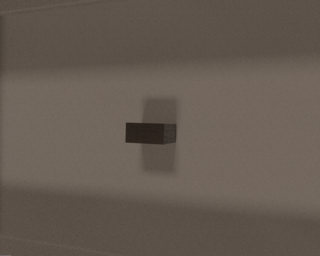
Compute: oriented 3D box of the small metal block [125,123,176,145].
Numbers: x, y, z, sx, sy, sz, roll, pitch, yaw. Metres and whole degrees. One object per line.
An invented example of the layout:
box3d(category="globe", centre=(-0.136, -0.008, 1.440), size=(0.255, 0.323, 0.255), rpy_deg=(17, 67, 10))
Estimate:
box3d(category="small metal block", centre=(-0.010, 0.006, 0.400), size=(0.050, 0.050, 0.025), rpy_deg=(2, 91, 19))
